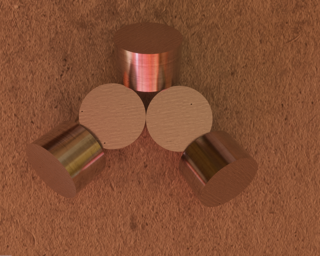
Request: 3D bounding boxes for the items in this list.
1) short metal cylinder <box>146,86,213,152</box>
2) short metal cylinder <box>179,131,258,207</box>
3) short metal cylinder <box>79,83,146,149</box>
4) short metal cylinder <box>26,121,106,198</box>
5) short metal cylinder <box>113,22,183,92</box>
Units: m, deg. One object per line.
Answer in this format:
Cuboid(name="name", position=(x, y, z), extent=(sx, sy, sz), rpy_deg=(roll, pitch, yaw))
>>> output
Cuboid(name="short metal cylinder", position=(0.023, -0.011, 0.398), extent=(0.081, 0.050, 0.080), rpy_deg=(0, 90, 0))
Cuboid(name="short metal cylinder", position=(0.070, 0.050, 0.378), extent=(0.080, 0.080, 0.050), rpy_deg=(-37, 49, 0))
Cuboid(name="short metal cylinder", position=(-0.057, -0.014, 0.398), extent=(0.081, 0.050, 0.080), rpy_deg=(0, 90, 0))
Cuboid(name="short metal cylinder", position=(-0.113, 0.038, 0.376), extent=(0.080, 0.080, 0.050), rpy_deg=(46, 50, 0))
Cuboid(name="short metal cylinder", position=(-0.014, -0.088, 0.377), extent=(0.081, 0.080, 0.050), rpy_deg=(2, 133, 0))
